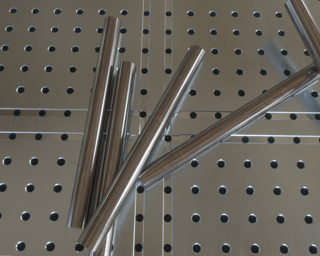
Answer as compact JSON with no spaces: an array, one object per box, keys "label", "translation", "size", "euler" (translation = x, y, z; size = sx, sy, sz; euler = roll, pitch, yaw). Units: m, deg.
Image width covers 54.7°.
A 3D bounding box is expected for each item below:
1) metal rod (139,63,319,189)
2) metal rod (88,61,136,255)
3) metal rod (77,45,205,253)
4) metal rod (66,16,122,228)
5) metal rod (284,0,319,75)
[{"label":"metal rod","translation":[0.103,-0.010,0.416],"size":[0.301,0.025,0.025],"euler":[-31,73,-11]},{"label":"metal rod","translation":[-0.060,0.051,0.392],"size":[0.025,0.025,0.299],"euler":[5,70,1]},{"label":"metal rod","translation":[-0.012,0.008,0.392],"size":[0.025,0.025,0.300],"euler":[25,66,8]},{"label":"metal rod","translation":[-0.085,-0.021,0.418],"size":[0.025,0.025,0.299],"euler":[5,70,1]},{"label":"metal rod","translation":[0.242,-0.043,0.409],"size":[0.025,0.025,0.299],"euler":[-20,79,-7]}]
